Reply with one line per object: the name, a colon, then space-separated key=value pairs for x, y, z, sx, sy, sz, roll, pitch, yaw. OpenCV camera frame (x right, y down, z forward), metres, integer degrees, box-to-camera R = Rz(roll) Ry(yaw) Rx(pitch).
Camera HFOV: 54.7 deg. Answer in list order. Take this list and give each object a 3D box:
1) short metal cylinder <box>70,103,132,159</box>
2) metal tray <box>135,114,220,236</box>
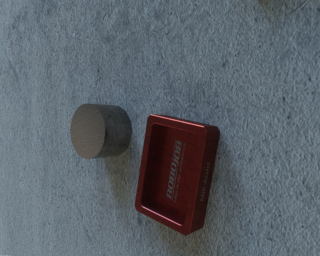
short metal cylinder: x=-0.089 y=0.005 z=0.462 sx=0.080 sy=0.050 sz=0.080 roll=0 pitch=90 yaw=40
metal tray: x=0.018 y=0.054 z=0.386 sx=0.090 sy=0.030 sz=0.129 roll=14 pitch=99 yaw=39
